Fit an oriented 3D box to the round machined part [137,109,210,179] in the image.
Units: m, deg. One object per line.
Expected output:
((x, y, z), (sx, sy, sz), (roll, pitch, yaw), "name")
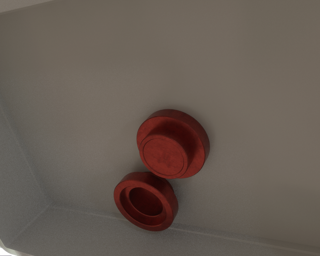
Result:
((0.012, 0.028, 0.407), (0.098, 0.042, 0.097), (13, 124, 20), "round machined part")

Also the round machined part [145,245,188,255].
((0.019, 0.246, 0.541), (0.098, 0.042, 0.097), (13, 124, 20), "round machined part")

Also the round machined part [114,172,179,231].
((-0.017, 0.106, 0.471), (0.098, 0.042, 0.097), (13, 124, 20), "round machined part")
